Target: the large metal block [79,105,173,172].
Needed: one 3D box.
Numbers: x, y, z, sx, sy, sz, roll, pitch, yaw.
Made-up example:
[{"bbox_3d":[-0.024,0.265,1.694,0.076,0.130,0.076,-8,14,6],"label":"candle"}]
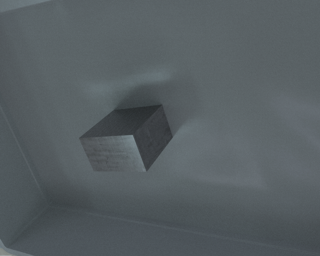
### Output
[{"bbox_3d":[-0.041,0.013,0.401,0.080,0.080,0.050,-4,116,30],"label":"large metal block"}]
